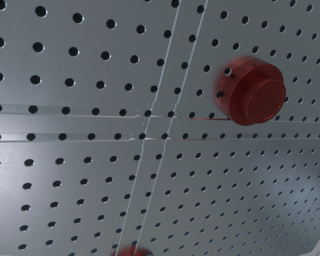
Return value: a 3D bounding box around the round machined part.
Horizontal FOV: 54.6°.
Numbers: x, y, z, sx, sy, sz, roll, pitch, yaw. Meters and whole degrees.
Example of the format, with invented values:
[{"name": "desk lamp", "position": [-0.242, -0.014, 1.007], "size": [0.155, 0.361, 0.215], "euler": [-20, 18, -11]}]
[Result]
[{"name": "round machined part", "position": [0.141, -0.045, 0.448], "size": [0.099, 0.042, 0.097], "euler": [-14, 124, -21]}]
